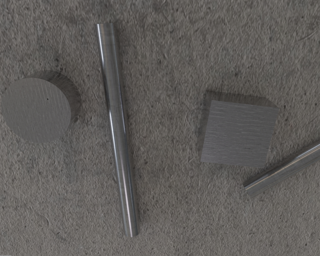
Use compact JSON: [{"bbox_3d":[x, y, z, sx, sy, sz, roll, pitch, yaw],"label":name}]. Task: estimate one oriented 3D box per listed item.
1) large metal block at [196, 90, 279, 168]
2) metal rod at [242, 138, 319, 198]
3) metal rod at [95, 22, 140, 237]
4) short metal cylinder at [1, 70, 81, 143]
[{"bbox_3d":[0.095,0.001,0.397,0.081,0.050,0.079,6,110,-3],"label":"large metal block"},{"bbox_3d":[0.248,0.009,0.415,0.300,0.025,0.025,-33,107,11],"label":"metal rod"},{"bbox_3d":[-0.053,0.016,0.415,0.025,0.025,0.298,-4,110,1],"label":"metal rod"},{"bbox_3d":[-0.144,-0.028,0.385,0.081,0.050,0.079,0,110,0],"label":"short metal cylinder"}]
